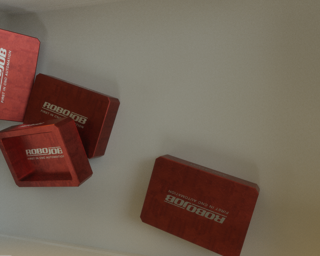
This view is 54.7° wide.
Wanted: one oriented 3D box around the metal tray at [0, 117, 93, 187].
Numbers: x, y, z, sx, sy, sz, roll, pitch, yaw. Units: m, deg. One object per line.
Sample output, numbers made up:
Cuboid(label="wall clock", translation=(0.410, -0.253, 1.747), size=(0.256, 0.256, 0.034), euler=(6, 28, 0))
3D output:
Cuboid(label="metal tray", translation=(-0.166, 0.037, 0.439), size=(0.130, 0.030, 0.089), euler=(-7, 108, 29))

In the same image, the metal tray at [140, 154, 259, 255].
Cuboid(label="metal tray", translation=(0.048, 0.095, 0.391), size=(0.130, 0.030, 0.089), euler=(17, 96, 19))

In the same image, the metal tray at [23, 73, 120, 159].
Cuboid(label="metal tray", translation=(-0.132, -0.019, 0.455), size=(0.130, 0.030, 0.089), euler=(20, 97, 18))

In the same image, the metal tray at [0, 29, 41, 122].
Cuboid(label="metal tray", translation=(-0.237, -0.079, 0.460), size=(0.030, 0.091, 0.129), euler=(17, 97, 58))
